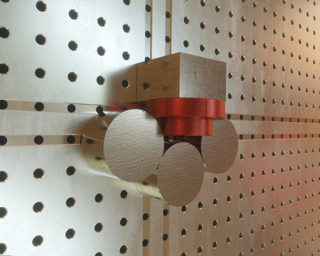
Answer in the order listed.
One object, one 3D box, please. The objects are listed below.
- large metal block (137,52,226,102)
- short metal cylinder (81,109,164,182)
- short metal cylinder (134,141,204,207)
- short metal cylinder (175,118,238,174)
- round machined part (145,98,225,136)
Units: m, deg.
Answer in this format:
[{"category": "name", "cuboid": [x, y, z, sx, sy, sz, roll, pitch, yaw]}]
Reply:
[{"category": "large metal block", "cuboid": [0.027, -0.058, 0.395, 0.081, 0.080, 0.050, 1, 90, -40]}, {"category": "short metal cylinder", "cuboid": [-0.042, 0.019, 0.358, 0.081, 0.050, 0.079, 0, 90, -40]}, {"category": "short metal cylinder", "cuboid": [0.012, 0.057, 0.403, 0.081, 0.050, 0.079, 0, 90, -40]}, {"category": "short metal cylinder", "cuboid": [0.069, 0.024, 0.451, 0.081, 0.050, 0.079, 0, 90, -40]}, {"category": "round machined part", "cuboid": [0.031, -0.011, 0.385, 0.099, 0.098, 0.042, 2, 88, -40]}]
